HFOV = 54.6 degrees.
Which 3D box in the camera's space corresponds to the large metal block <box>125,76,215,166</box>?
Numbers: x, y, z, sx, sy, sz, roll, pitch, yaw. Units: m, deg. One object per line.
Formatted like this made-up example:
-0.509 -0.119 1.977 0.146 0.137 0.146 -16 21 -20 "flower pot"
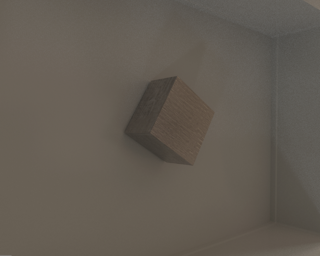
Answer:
0.015 -0.008 0.397 0.080 0.050 0.080 39 66 -34 "large metal block"
